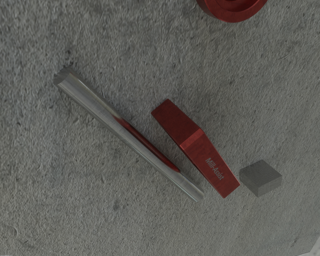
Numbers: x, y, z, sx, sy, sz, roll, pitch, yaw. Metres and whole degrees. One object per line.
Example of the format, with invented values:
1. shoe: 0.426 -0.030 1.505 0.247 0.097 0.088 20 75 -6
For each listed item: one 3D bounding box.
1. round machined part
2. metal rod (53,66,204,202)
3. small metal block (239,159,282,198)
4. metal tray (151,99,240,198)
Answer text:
1. round machined part: 0.076 -0.168 0.335 0.099 0.042 0.097 -14 125 -21
2. metal rod: -0.020 0.028 0.414 0.025 0.025 0.300 -43 130 1
3. small metal block: 0.176 0.088 0.544 0.050 0.050 0.025 -21 127 -16
4. metal tray: 0.048 0.028 0.410 0.030 0.090 0.130 -41 130 -1
